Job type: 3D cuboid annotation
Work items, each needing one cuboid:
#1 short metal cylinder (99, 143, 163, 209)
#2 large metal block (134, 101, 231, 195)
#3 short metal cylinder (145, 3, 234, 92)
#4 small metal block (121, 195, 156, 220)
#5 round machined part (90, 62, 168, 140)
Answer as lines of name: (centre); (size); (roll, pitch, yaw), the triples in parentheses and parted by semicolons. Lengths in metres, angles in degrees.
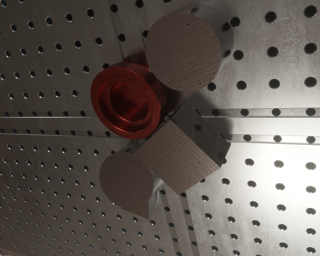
short metal cylinder: (-0.038, 0.066, 0.439); (0.080, 0.050, 0.079); (4, 102, 19)
large metal block: (0.028, 0.027, 0.396); (0.080, 0.050, 0.080); (44, 129, -3)
short metal cylinder: (0.032, -0.085, 0.325); (0.080, 0.050, 0.079); (13, 124, 20)
small metal block: (-0.035, 0.113, 0.495); (0.050, 0.025, 0.050); (16, 131, 18)
round machined part: (-0.035, -0.037, 0.394); (0.098, 0.042, 0.097); (13, 124, 20)
